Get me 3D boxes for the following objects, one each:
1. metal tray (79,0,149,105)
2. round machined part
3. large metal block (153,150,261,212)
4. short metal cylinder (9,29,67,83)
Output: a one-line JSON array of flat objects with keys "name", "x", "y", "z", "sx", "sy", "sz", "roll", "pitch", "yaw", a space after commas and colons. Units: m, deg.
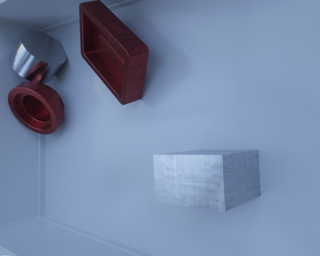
[{"name": "metal tray", "x": -0.069, "y": -0.106, "z": 0.432, "sx": 0.130, "sy": 0.030, "sz": 0.089, "roll": 49, "pitch": 147, "yaw": 28}, {"name": "round machined part", "x": -0.211, "y": -0.040, "z": 0.545, "sx": 0.098, "sy": 0.042, "sz": 0.097, "roll": 13, "pitch": 131, "yaw": 15}, {"name": "large metal block", "x": 0.051, "y": 0.050, "z": 0.328, "sx": 0.080, "sy": 0.081, "sz": 0.050, "roll": -4, "pitch": 88, "yaw": 39}, {"name": "short metal cylinder", "x": -0.214, "y": -0.125, "z": 0.544, "sx": 0.050, "sy": 0.081, "sz": 0.080, "roll": -42, "pitch": 65, "yaw": 32}]
